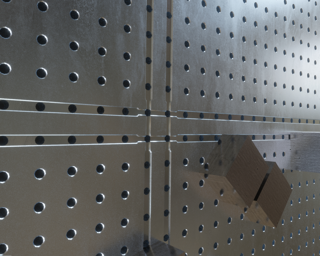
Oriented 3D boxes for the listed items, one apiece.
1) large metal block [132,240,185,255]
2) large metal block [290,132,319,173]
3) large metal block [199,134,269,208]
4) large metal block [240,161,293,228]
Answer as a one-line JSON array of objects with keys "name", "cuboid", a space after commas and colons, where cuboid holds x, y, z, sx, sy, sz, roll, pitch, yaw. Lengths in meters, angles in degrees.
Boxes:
[{"name": "large metal block", "cuboid": [-0.009, 0.201, 0.385, 0.081, 0.050, 0.080, -16, 100, -39]}, {"name": "large metal block", "cuboid": [0.321, 0.048, 0.640, 0.050, 0.080, 0.080, -2, 91, -40]}, {"name": "large metal block", "cuboid": [0.120, 0.067, 0.492, 0.080, 0.050, 0.080, 51, 60, -28]}, {"name": "large metal block", "cuboid": [0.179, 0.113, 0.542, 0.080, 0.050, 0.080, 51, 60, -28]}]
